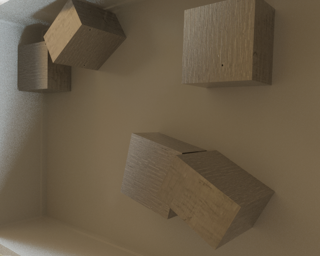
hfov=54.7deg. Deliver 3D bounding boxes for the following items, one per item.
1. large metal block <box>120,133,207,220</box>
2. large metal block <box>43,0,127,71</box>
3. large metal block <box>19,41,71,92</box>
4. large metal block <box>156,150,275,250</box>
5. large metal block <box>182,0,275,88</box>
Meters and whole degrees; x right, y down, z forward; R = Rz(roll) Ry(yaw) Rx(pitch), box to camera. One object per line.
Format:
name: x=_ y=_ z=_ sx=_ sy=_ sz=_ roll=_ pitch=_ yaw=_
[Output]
large metal block: x=0.003 y=0.055 z=0.388 sx=0.080 sy=0.050 sz=0.079 roll=20 pitch=102 yaw=38
large metal block: x=-0.112 y=-0.136 z=0.464 sx=0.080 sy=0.081 sz=0.050 roll=-38 pitch=67 yaw=33
large metal block: x=-0.206 y=-0.106 z=0.555 sx=0.080 sy=0.050 sz=0.080 roll=1 pitch=91 yaw=33
large metal block: x=0.058 y=0.068 z=0.323 sx=0.080 sy=0.081 sz=0.050 roll=37 pitch=113 yaw=34
large metal block: x=0.072 y=-0.086 z=0.331 sx=0.080 sy=0.050 sz=0.079 roll=3 pitch=92 yaw=40
